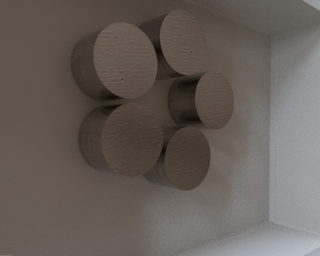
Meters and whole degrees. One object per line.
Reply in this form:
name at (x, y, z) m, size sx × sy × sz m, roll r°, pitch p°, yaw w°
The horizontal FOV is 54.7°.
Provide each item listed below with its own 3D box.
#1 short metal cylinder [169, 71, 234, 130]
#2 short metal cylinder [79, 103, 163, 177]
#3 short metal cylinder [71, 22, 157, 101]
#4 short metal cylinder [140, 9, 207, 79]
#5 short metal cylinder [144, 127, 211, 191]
short metal cylinder at (0.059, -0.038, 0.437) m, size 0.081 × 0.050 × 0.080 m, roll 0°, pitch 90°, yaw -40°
short metal cylinder at (-0.043, 0.012, 0.351) m, size 0.081 × 0.050 × 0.080 m, roll 0°, pitch 90°, yaw -40°
short metal cylinder at (-0.050, -0.071, 0.346) m, size 0.081 × 0.050 × 0.080 m, roll 0°, pitch 90°, yaw -40°
short metal cylinder at (0.015, -0.105, 0.399) m, size 0.081 × 0.050 × 0.080 m, roll 0°, pitch 90°, yaw -40°
short metal cylinder at (0.020, 0.038, 0.405) m, size 0.081 × 0.050 × 0.080 m, roll 0°, pitch 90°, yaw -40°
